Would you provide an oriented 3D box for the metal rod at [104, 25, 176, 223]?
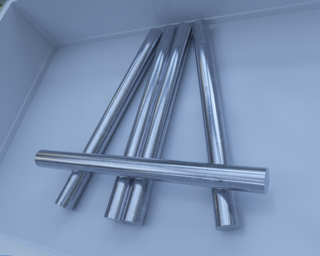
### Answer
[{"bbox_3d":[-0.018,-0.023,0.428,0.025,0.025,0.300,1,62,29],"label":"metal rod"}]

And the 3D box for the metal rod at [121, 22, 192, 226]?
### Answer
[{"bbox_3d":[0.003,-0.023,0.417,0.025,0.025,0.300,1,62,29],"label":"metal rod"}]

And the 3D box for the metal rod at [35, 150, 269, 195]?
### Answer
[{"bbox_3d":[-0.032,0.046,0.360,0.300,0.025,0.025,1,63,29],"label":"metal rod"}]

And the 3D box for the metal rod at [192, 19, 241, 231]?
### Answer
[{"bbox_3d":[0.064,-0.027,0.387,0.025,0.025,0.299,-15,56,20],"label":"metal rod"}]

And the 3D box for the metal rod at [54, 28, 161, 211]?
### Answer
[{"bbox_3d":[-0.066,-0.025,0.454,0.025,0.025,0.300,13,68,33],"label":"metal rod"}]
